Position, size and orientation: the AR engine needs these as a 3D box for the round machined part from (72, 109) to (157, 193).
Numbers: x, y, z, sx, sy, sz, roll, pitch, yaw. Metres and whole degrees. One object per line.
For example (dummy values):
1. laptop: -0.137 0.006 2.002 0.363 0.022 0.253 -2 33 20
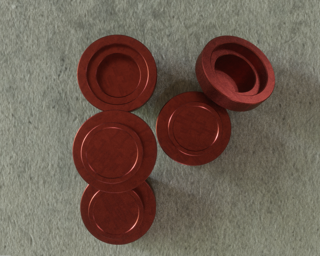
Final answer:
1. round machined part: -0.053 0.027 0.359 0.099 0.042 0.097 0 90 0

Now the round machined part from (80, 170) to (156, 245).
1. round machined part: -0.054 0.103 0.401 0.099 0.042 0.097 0 90 -1

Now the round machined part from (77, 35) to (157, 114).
1. round machined part: -0.053 -0.066 0.401 0.099 0.042 0.097 0 90 -1

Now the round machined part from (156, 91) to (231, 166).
1. round machined part: 0.044 0.001 0.402 0.099 0.042 0.097 0 90 -1

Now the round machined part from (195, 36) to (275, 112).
1. round machined part: 0.090 -0.064 0.389 0.099 0.042 0.098 7 65 -16
